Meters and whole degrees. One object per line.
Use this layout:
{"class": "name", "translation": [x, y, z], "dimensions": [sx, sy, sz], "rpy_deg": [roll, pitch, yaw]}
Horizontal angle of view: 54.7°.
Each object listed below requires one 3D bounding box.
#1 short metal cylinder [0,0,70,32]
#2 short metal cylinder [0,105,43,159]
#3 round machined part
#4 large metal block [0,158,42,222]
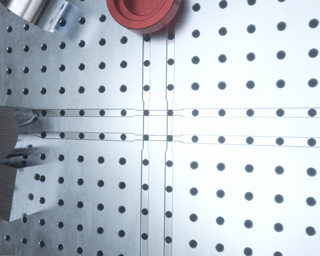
{"class": "short metal cylinder", "translation": [-0.179, -0.183, 0.447], "dimensions": [0.080, 0.080, 0.050], "rpy_deg": [38, 102, 16]}
{"class": "short metal cylinder", "translation": [-0.232, 0.006, 0.481], "dimensions": [0.080, 0.050, 0.079], "rpy_deg": [0, 90, 20]}
{"class": "round machined part", "translation": [-0.018, -0.173, 0.410], "dimensions": [0.098, 0.042, 0.097], "rpy_deg": [0, 90, 20]}
{"class": "large metal block", "translation": [-0.241, 0.090, 0.484], "dimensions": [0.080, 0.050, 0.079], "rpy_deg": [11, 94, 19]}
